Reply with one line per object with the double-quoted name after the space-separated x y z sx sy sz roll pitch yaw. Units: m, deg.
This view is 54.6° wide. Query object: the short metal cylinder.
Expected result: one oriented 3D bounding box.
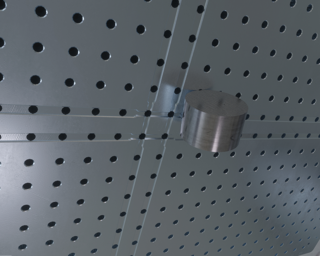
0.069 -0.011 0.405 0.081 0.080 0.050 -7 122 -25 "short metal cylinder"
